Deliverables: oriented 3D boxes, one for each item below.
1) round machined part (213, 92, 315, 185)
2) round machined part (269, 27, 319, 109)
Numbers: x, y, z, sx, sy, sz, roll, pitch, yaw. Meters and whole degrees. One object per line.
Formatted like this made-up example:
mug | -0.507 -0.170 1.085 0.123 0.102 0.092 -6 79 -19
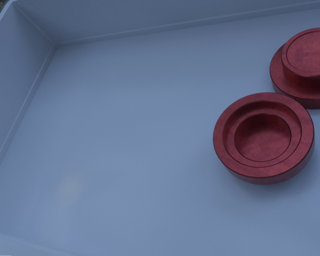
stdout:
round machined part | 0.110 0.014 0.329 0.098 0.042 0.098 -13 56 21
round machined part | 0.174 -0.073 0.348 0.098 0.042 0.098 -13 56 21
